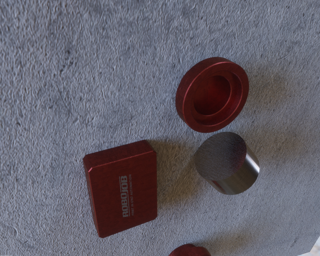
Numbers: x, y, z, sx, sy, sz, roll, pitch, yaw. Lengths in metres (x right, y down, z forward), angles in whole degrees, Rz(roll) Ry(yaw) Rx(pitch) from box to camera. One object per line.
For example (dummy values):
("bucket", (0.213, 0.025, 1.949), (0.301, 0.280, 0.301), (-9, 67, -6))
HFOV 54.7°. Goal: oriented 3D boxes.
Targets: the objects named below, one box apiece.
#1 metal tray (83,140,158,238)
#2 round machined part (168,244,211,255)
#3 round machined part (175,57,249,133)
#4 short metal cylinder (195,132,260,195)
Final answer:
("metal tray", (-0.051, 0.086, 0.431), (0.091, 0.030, 0.129), (-14, 125, -21))
("round machined part", (0.050, 0.260, 0.586), (0.099, 0.042, 0.097), (-14, 125, -21))
("round machined part", (0.063, -0.046, 0.404), (0.099, 0.042, 0.097), (-14, 125, -21))
("short metal cylinder", (0.100, 0.052, 0.461), (0.080, 0.080, 0.050), (-44, 130, 2))
